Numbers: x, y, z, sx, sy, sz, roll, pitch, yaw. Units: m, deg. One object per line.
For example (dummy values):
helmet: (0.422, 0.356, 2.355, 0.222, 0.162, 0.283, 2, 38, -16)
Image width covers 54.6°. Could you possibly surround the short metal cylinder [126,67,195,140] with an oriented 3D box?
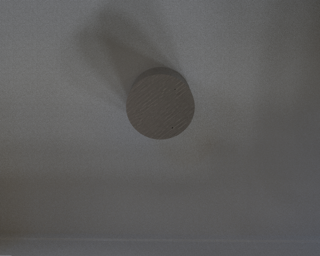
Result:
short metal cylinder: (0.001, -0.032, 0.386, 0.080, 0.050, 0.079, 0, 110, 0)
